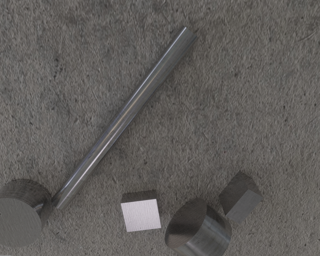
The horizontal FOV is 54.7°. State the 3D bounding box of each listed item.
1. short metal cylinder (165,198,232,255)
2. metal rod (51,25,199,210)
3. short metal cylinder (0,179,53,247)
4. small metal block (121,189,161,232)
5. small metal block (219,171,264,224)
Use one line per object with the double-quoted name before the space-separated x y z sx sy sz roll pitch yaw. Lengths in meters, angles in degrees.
"short metal cylinder" 0.053 0.147 0.435 0.050 0.080 0.080 43 105 -14
"metal rod" -0.054 -0.003 0.408 0.025 0.025 0.299 36 106 -12
"short metal cylinder" -0.199 0.119 0.438 0.081 0.050 0.079 0 110 0
"small metal block" -0.027 0.121 0.454 0.050 0.025 0.050 -8 110 2
"small metal block" 0.111 0.096 0.433 0.025 0.050 0.050 31 107 -11
